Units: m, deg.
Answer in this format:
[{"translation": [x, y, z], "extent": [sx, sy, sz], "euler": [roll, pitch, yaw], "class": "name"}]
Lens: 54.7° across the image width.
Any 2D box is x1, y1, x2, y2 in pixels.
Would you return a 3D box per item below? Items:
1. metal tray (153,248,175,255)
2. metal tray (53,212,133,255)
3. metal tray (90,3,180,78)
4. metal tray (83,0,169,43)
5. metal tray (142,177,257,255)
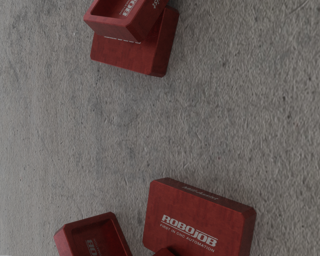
[{"translation": [0.015, 0.220, 0.367], "extent": [0.090, 0.030, 0.129], "euler": [30, 122, 32], "class": "metal tray"}, {"translation": [-0.082, 0.190, 0.430], "extent": [0.030, 0.091, 0.130], "euler": [-43, 64, 32], "class": "metal tray"}, {"translation": [-0.041, -0.128, 0.435], "extent": [0.130, 0.030, 0.089], "euler": [22, 104, 37], "class": "metal tray"}, {"translation": [-0.029, -0.173, 0.389], "extent": [0.090, 0.030, 0.130], "euler": [22, 78, 38], "class": "metal tray"}, {"translation": [0.041, 0.120, 0.368], "extent": [0.130, 0.030, 0.089], "euler": [13, 98, 39], "class": "metal tray"}]
